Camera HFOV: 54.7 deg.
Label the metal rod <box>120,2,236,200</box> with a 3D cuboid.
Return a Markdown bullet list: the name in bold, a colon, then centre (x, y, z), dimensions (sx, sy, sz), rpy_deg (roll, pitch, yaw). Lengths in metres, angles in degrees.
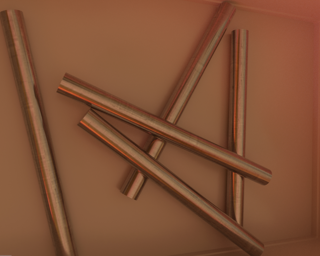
- **metal rod**: centre (0.029, -0.043, 0.422), dimensions (0.025, 0.025, 0.299), rpy_deg (31, 80, -18)

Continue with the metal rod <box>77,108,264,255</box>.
- **metal rod**: centre (0.025, 0.079, 0.393), dimensions (0.301, 0.025, 0.025), rpy_deg (39, 77, -16)

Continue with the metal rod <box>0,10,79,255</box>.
- **metal rod**: centre (-0.138, 0.017, 0.359), dimensions (0.025, 0.025, 0.298), rpy_deg (-13, 95, -20)

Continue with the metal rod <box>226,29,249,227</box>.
- **metal rod**: centre (0.113, 0.008, 0.453), dimensions (0.025, 0.025, 0.298), rpy_deg (2, 89, -20)

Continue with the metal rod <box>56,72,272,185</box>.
- **metal rod**: centre (0.020, 0.010, 0.391), dimensions (0.302, 0.025, 0.025), rpy_deg (25, 82, -19)
